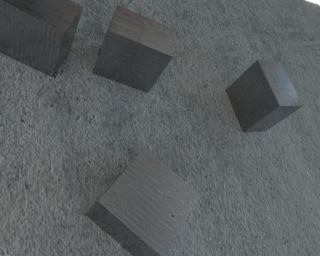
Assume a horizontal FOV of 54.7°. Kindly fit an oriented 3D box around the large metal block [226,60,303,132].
[{"bbox_3d":[0.159,-0.048,0.483,0.050,0.080,0.080,-2,63,-29],"label":"large metal block"}]

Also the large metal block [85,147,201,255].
[{"bbox_3d":[-0.017,0.082,0.329,0.080,0.050,0.080,41,51,0],"label":"large metal block"}]

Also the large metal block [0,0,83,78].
[{"bbox_3d":[-0.146,-0.117,0.361,0.080,0.080,0.050,26,53,-12],"label":"large metal block"}]

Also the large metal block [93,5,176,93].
[{"bbox_3d":[-0.035,-0.101,0.411,0.081,0.080,0.050,18,55,-18],"label":"large metal block"}]
